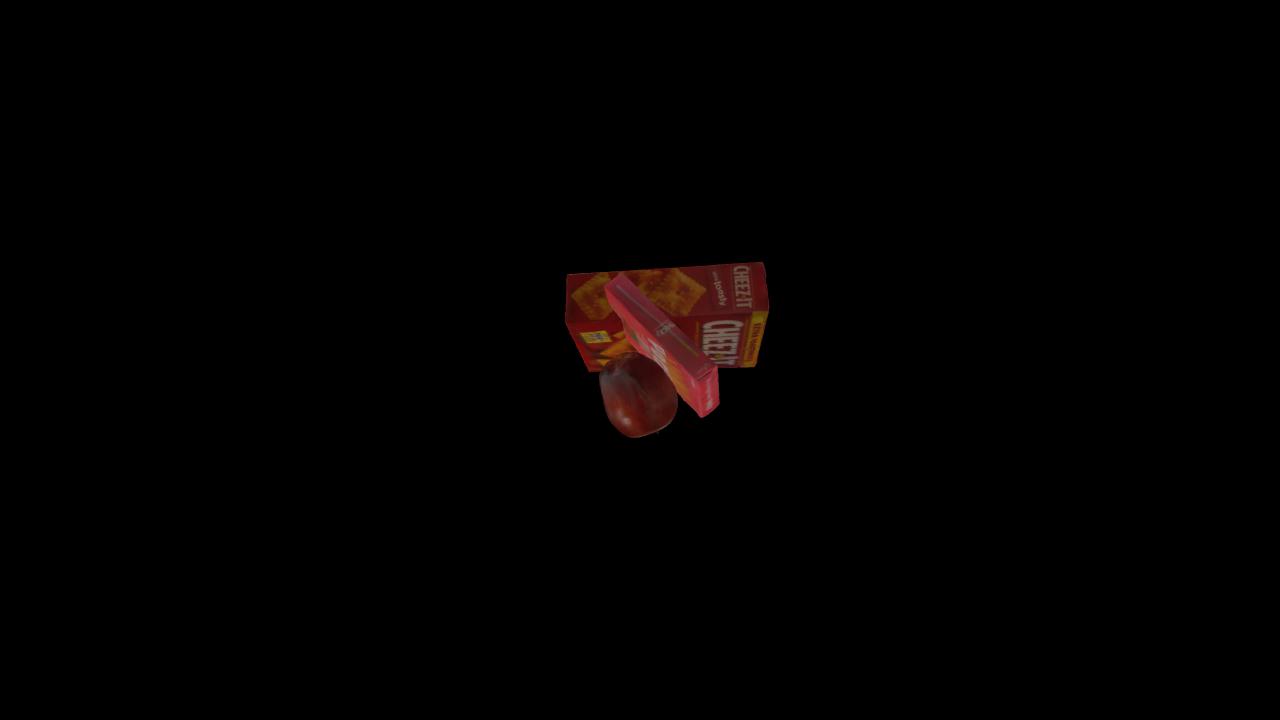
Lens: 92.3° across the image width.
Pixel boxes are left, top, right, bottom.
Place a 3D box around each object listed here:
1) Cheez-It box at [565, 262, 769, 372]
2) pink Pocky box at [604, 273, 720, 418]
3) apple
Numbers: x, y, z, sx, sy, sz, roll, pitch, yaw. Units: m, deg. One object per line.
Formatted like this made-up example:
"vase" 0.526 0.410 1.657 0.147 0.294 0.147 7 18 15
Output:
"Cheez-It box" 0.034 -0.044 0.738 0.223 0.071 0.166 -3 -21 4
"pink Pocky box" 0.023 -0.015 0.640 0.029 0.155 0.084 -37 -29 -13
"apple" -0.002 0.038 0.649 0.079 0.093 0.079 -24 15 7
